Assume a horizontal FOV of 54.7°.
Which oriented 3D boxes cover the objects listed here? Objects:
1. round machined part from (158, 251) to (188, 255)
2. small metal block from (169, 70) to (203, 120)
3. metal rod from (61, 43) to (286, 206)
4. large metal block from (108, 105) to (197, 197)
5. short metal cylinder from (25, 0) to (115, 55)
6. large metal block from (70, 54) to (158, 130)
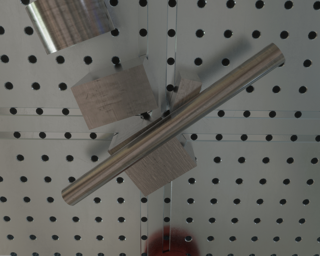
[{"bbox_3d":[0.021,0.237,0.492,0.099,0.042,0.097,0,110,0],"label":"round machined part"},{"bbox_3d":[0.031,-0.041,0.385,0.025,0.050,0.050,13,110,-5],"label":"small metal block"},{"bbox_3d":[0.006,0.003,0.361,0.300,0.025,0.025,-35,107,12],"label":"metal rod"},{"bbox_3d":[-0.009,0.030,0.411,0.080,0.050,0.080,-33,107,11],"label":"large metal block"},{"bbox_3d":[-0.096,-0.119,0.339,0.080,0.080,0.050,-19,109,6],"label":"short metal cylinder"},{"bbox_3d":[-0.048,-0.046,0.367,0.080,0.080,0.050,-17,109,6],"label":"large metal block"}]
